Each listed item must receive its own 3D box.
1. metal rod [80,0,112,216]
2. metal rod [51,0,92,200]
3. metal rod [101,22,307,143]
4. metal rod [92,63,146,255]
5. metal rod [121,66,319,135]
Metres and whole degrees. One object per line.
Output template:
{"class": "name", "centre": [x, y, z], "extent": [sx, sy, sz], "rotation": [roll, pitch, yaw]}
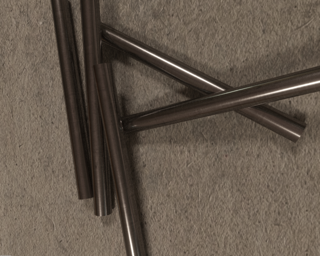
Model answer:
{"class": "metal rod", "centre": [-0.086, -0.029, 0.422], "extent": [0.025, 0.025, 0.298], "rotation": [-1, 96, 19]}
{"class": "metal rod", "centre": [-0.127, -0.047, 0.452], "extent": [0.025, 0.025, 0.298], "rotation": [-10, 87, 19]}
{"class": "metal rod", "centre": [0.036, -0.066, 0.395], "extent": [0.301, 0.025, 0.025], "rotation": [30, 100, 17]}
{"class": "metal rod", "centre": [-0.049, 0.066, 0.406], "extent": [0.025, 0.025, 0.298], "rotation": [-8, 94, 19]}
{"class": "metal rod", "centre": [0.075, -0.031, 0.355], "extent": [0.300, 0.025, 0.025], "rotation": [-13, 86, 29]}
